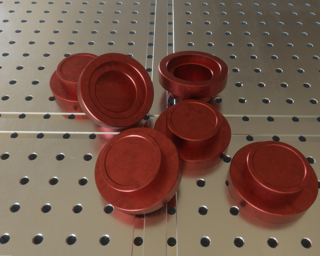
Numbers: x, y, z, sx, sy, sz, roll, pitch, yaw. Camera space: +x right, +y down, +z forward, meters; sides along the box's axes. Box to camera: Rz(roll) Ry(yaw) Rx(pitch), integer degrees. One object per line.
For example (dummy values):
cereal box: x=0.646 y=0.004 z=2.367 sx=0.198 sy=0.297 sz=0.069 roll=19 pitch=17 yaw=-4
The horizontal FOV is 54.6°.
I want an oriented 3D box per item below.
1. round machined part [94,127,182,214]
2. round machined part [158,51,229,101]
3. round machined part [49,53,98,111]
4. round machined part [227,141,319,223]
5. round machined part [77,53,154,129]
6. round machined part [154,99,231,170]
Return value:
round machined part: x=-0.027 y=0.042 z=0.343 sx=0.098 sy=0.042 sz=0.098 roll=-5 pitch=63 yaw=11
round machined part: x=0.047 y=-0.070 z=0.450 sx=0.099 sy=0.042 sz=0.098 roll=1 pitch=41 yaw=-1
round machined part: x=-0.113 y=-0.074 z=0.459 sx=0.099 sy=0.042 sz=0.098 roll=0 pitch=50 yaw=0
round machined part: x=0.130 y=0.053 z=0.353 sx=0.099 sy=0.042 sz=0.098 roll=0 pitch=50 yaw=0
round machined part: x=-0.061 y=-0.047 z=0.415 sx=0.099 sy=0.042 sz=0.098 roll=4 pitch=81 yaw=-25
round machined part: x=0.042 y=0.001 z=0.396 sx=0.099 sy=0.042 sz=0.098 roll=0 pitch=50 yaw=0
